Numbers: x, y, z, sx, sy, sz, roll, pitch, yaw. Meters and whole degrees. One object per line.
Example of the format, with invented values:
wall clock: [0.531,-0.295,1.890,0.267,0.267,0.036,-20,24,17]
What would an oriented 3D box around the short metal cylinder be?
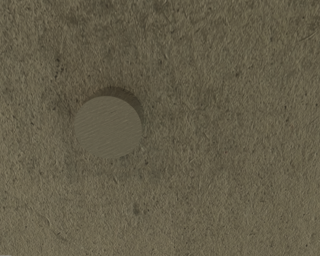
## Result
short metal cylinder: [-0.062,-0.008,0.393,0.080,0.050,0.079,0,110,0]
